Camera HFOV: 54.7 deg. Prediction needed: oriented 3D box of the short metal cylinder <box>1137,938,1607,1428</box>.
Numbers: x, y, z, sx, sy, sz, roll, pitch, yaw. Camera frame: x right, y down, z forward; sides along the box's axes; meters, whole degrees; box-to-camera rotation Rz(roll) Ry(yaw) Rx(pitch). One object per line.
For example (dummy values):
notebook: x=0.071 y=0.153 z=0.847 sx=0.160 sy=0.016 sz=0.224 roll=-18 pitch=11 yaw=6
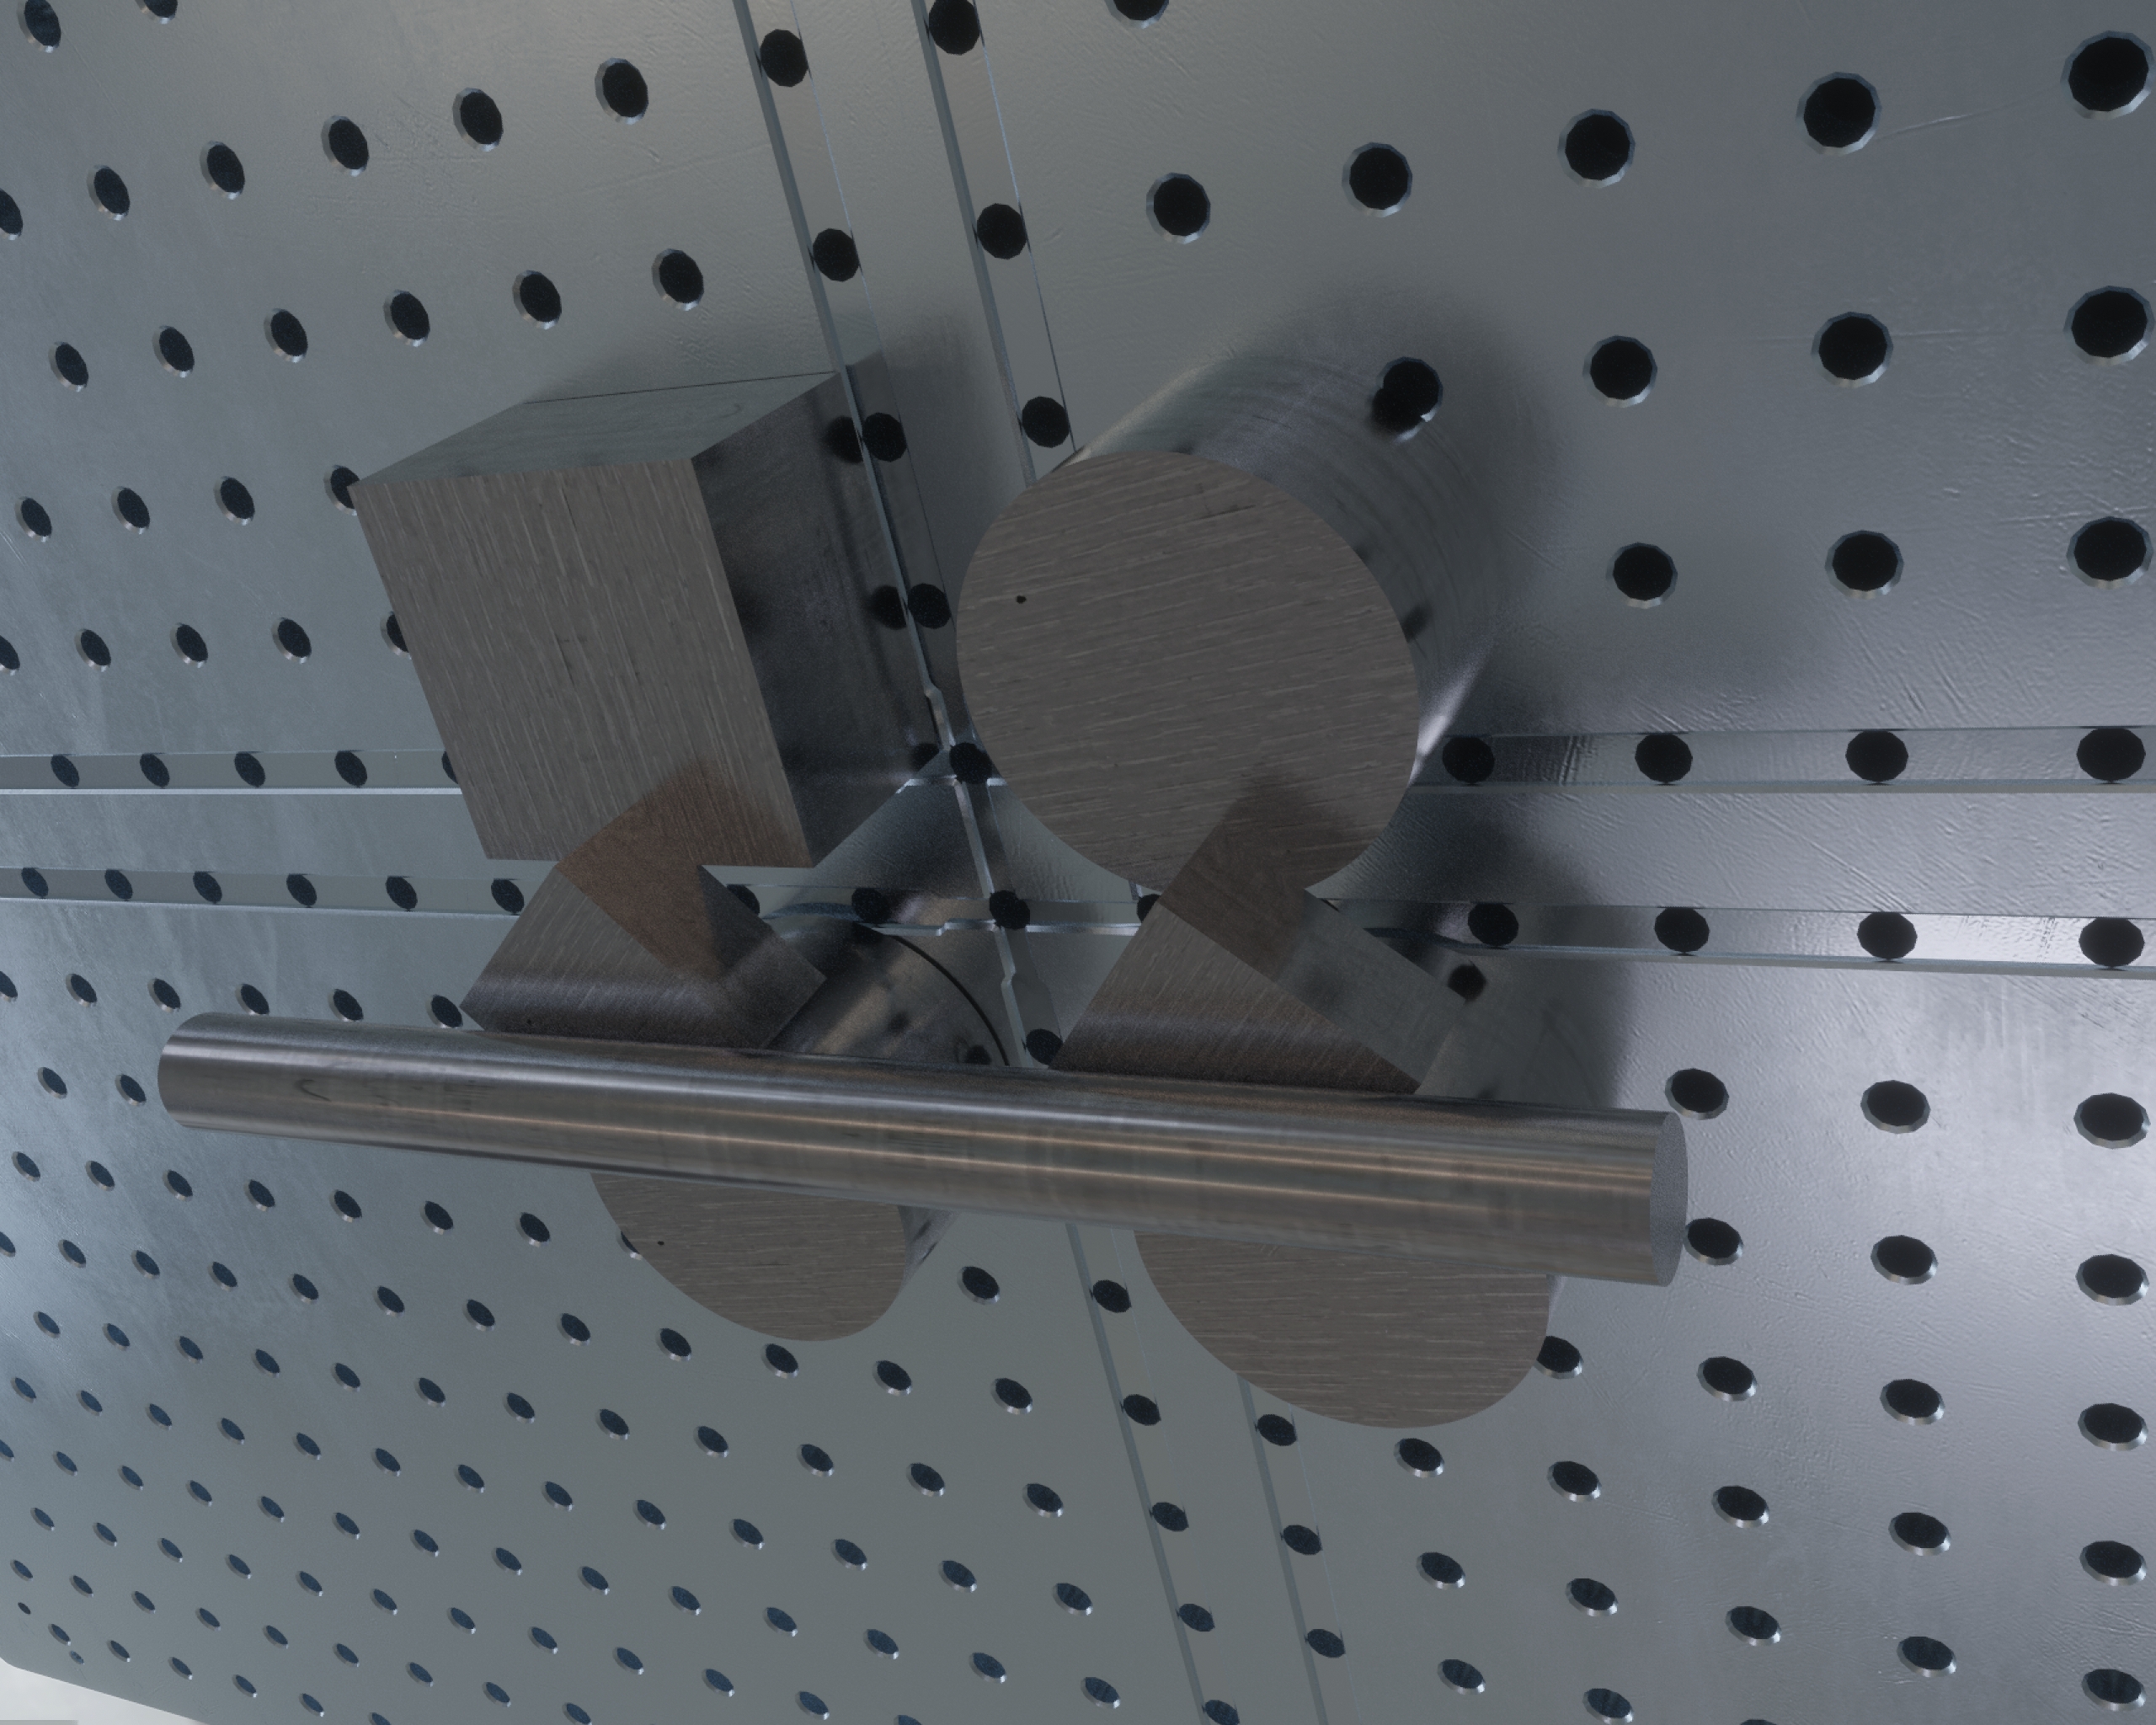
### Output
short metal cylinder: x=0.057 y=0.061 z=0.403 sx=0.080 sy=0.050 sz=0.079 roll=13 pitch=124 yaw=21

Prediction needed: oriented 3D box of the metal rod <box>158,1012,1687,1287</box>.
metal rod: x=-0.049 y=0.046 z=0.368 sx=0.300 sy=0.025 sz=0.025 roll=1 pitch=119 yaw=27

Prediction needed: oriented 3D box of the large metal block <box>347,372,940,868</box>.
large metal block: x=-0.083 y=-0.047 z=0.409 sx=0.080 sy=0.050 sz=0.080 roll=1 pitch=119 yaw=27

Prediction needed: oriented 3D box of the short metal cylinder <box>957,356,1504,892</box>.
short metal cylinder: x=0.027 y=-0.040 z=0.356 sx=0.080 sy=0.050 sz=0.079 roll=13 pitch=124 yaw=21

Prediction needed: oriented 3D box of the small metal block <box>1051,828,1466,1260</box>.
small metal block: x=0.028 y=0.031 z=0.351 sx=0.050 sy=0.025 sz=0.050 roll=35 pitch=129 yaw=5

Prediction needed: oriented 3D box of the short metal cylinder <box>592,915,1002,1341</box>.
short metal cylinder: x=-0.062 y=0.058 z=0.463 sx=0.080 sy=0.050 sz=0.079 roll=13 pitch=124 yaw=21

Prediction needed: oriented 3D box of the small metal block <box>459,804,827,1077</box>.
small metal block: x=-0.086 y=0.025 z=0.408 sx=0.050 sy=0.025 sz=0.050 roll=42 pitch=129 yaw=-1
